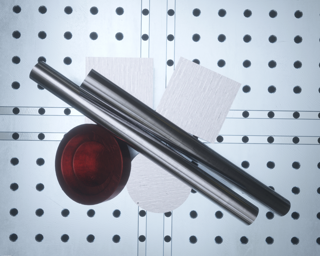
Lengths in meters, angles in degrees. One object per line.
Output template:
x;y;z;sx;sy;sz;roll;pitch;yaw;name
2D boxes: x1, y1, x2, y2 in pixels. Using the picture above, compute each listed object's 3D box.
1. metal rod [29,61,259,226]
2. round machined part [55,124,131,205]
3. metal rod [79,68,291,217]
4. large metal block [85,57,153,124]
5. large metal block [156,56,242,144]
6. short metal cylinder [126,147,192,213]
-0.017;0.018;0.358;0.301;0.025;0.025;34;90;-1;metal rod
-0.079;0.044;0.389;0.098;0.042;0.097;-1;86;23;round machined part
0.042;0.026;0.373;0.301;0.025;0.025;33;90;-15;metal rod
-0.049;-0.045;0.393;0.081;0.050;0.079;1;90;0;large metal block
0.045;-0.034;0.396;0.080;0.050;0.080;24;90;0;large metal block
-0.001;0.062;0.396;0.081;0.050;0.079;0;90;0;short metal cylinder
